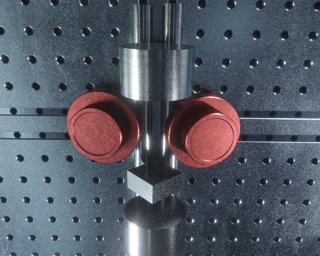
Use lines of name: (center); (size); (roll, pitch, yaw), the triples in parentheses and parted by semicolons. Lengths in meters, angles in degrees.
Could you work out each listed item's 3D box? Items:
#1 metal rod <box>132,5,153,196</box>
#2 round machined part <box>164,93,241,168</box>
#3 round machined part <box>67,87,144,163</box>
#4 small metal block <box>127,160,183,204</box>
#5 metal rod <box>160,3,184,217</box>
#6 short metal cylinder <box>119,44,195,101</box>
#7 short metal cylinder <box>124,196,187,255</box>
metal rod: (-0.022, -0.003, 0.411); (0.025, 0.025, 0.298); (1, 110, 0)
round machined part: (0.058, 0.008, 0.393); (0.099, 0.042, 0.097); (-6, 111, -14)
round machined part: (-0.074, 0.001, 0.391); (0.098, 0.042, 0.097); (5, 111, 13)
small metal block: (-0.007, 0.067, 0.400); (0.050, 0.050, 0.025); (-16, 116, -39)
metal rod: (0.013, -0.005, 0.411); (0.025, 0.025, 0.298); (1, 110, 0)
short metal cylinder: (-0.003, -0.064, 0.337); (0.081, 0.080, 0.050); (1, 110, -1)
short metal cylinder: (-0.006, 0.128, 0.408); (0.081, 0.080, 0.050); (1, 110, -1)
